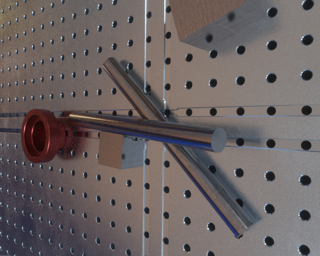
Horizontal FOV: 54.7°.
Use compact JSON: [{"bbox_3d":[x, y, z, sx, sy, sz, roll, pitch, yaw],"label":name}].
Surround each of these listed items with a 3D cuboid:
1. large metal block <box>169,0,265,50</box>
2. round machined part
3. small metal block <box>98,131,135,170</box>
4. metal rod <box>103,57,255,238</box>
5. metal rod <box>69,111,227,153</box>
[{"bbox_3d":[0.058,-0.145,0.344,0.080,0.050,0.080,-21,77,37],"label":"large metal block"},{"bbox_3d":[-0.211,0.015,0.569,0.098,0.042,0.097,0,90,39],"label":"round machined part"},{"bbox_3d":[-0.065,0.032,0.460,0.050,0.025,0.050,7,94,39],"label":"small metal block"},{"bbox_3d":[0.008,0.006,0.400,0.300,0.025,0.025,51,120,27],"label":"metal rod"},{"bbox_3d":[-0.042,-0.002,0.415,0.300,0.025,0.025,8,95,47],"label":"metal rod"}]
